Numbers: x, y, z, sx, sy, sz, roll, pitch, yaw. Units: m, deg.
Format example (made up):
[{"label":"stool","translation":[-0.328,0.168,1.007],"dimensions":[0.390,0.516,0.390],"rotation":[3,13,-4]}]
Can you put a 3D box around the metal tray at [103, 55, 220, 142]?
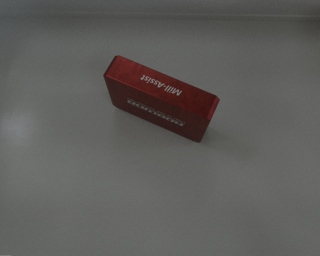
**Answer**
[{"label":"metal tray","translation":[0.001,-0.032,0.383],"dimensions":[0.130,0.090,0.030],"rotation":[24,72,7]}]
